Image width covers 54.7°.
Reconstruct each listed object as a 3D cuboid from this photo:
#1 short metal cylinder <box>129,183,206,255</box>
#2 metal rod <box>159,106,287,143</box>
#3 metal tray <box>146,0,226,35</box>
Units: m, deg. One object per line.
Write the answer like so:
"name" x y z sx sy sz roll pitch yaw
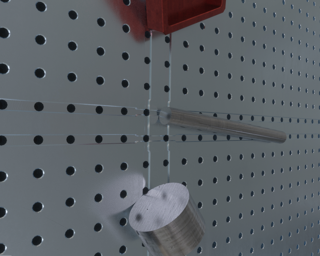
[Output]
"short metal cylinder" 0.009 0.113 0.382 0.080 0.080 0.050 -42 116 -32
"metal rod" 0.122 0.001 0.511 0.302 0.025 0.025 9 85 -40
"metal tray" 0.039 -0.187 0.411 0.131 0.030 0.089 -32 135 -33
